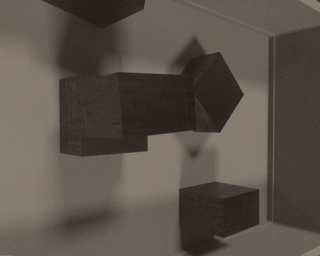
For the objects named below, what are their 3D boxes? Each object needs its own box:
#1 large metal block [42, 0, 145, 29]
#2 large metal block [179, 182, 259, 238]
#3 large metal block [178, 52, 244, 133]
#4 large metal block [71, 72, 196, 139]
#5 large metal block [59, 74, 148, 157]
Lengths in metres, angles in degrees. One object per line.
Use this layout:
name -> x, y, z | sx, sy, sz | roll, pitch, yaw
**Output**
large metal block -> -0.068, -0.150, 0.314 | 0.081, 0.080, 0.050 | 15, 81, -39
large metal block -> 0.085, 0.113, 0.445 | 0.081, 0.080, 0.050 | -1, 91, -40
large metal block -> 0.067, -0.050, 0.449 | 0.080, 0.050, 0.080 | 52, 59, -28
large metal block -> -0.025, -0.020, 0.286 | 0.081, 0.080, 0.050 | -6, 94, -40
large metal block -> -0.061, -0.013, 0.341 | 0.081, 0.050, 0.079 | -1, 91, -40
